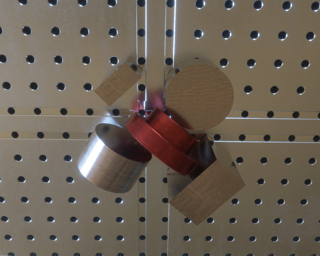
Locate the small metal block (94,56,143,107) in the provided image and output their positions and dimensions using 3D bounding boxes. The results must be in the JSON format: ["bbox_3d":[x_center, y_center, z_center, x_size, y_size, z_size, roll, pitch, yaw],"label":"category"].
[{"bbox_3d":[-0.049,-0.058,0.378,0.050,0.050,0.025,-40,106,13],"label":"small metal block"}]

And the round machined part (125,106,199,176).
[{"bbox_3d":[0.008,0.011,0.379,0.098,0.098,0.042,39,93,-14],"label":"round machined part"}]

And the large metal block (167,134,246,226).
[{"bbox_3d":[0.056,0.066,0.410,0.050,0.080,0.080,42,105,-14],"label":"large metal block"}]

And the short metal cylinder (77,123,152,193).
[{"bbox_3d":[-0.058,0.037,0.397,0.080,0.080,0.050,29,107,-11],"label":"short metal cylinder"}]

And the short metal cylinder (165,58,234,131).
[{"bbox_3d":[0.046,-0.043,0.384,0.081,0.050,0.079,0,110,-1],"label":"short metal cylinder"}]
